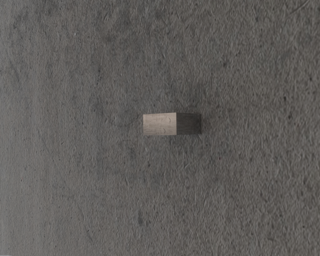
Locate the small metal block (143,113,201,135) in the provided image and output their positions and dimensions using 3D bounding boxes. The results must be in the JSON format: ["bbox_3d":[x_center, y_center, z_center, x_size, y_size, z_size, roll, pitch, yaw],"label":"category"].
[{"bbox_3d":[0.015,-0.004,0.377,0.050,0.050,0.025,-1,89,40],"label":"small metal block"}]
